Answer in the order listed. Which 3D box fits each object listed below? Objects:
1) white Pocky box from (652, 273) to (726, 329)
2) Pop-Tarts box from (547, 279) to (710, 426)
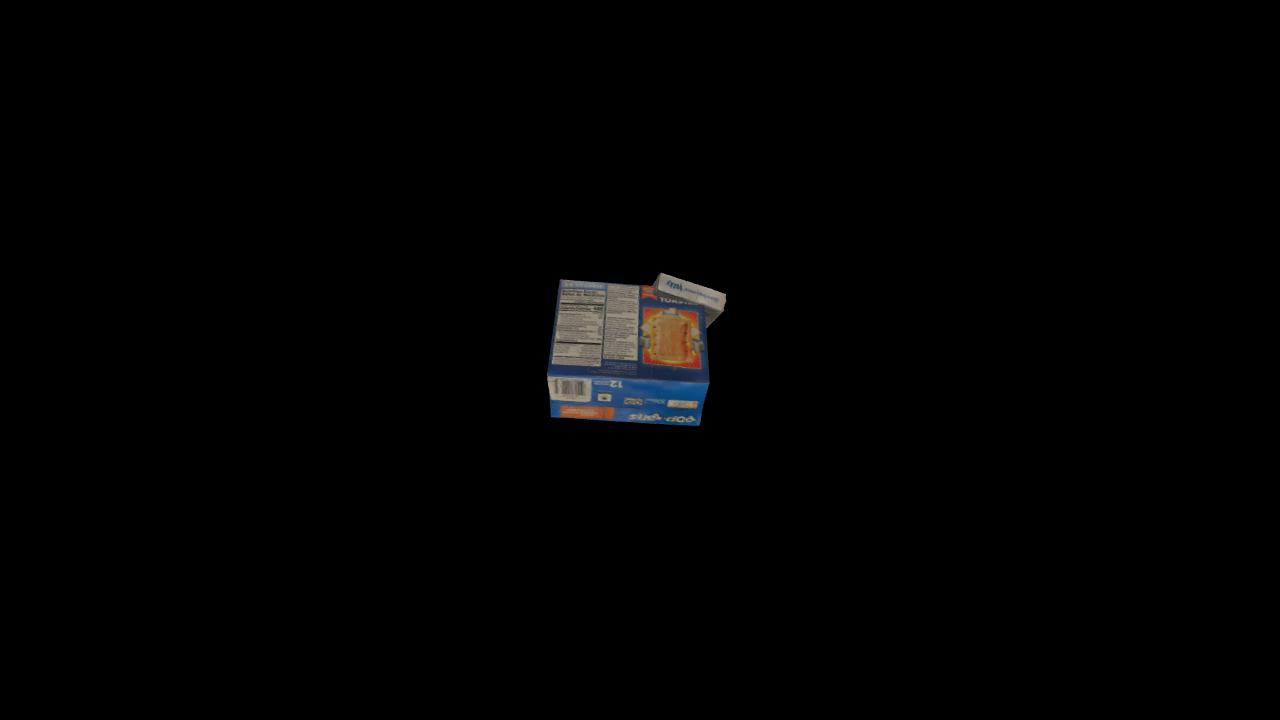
[{"bbox_3d":[0.039,-0.052,0.762,0.084,0.028,0.154,16,-22,-9],"label":"white Pocky box"},{"bbox_3d":[-0.013,-0.009,0.690,0.167,0.141,0.083,4,-39,-4],"label":"Pop-Tarts box"}]
